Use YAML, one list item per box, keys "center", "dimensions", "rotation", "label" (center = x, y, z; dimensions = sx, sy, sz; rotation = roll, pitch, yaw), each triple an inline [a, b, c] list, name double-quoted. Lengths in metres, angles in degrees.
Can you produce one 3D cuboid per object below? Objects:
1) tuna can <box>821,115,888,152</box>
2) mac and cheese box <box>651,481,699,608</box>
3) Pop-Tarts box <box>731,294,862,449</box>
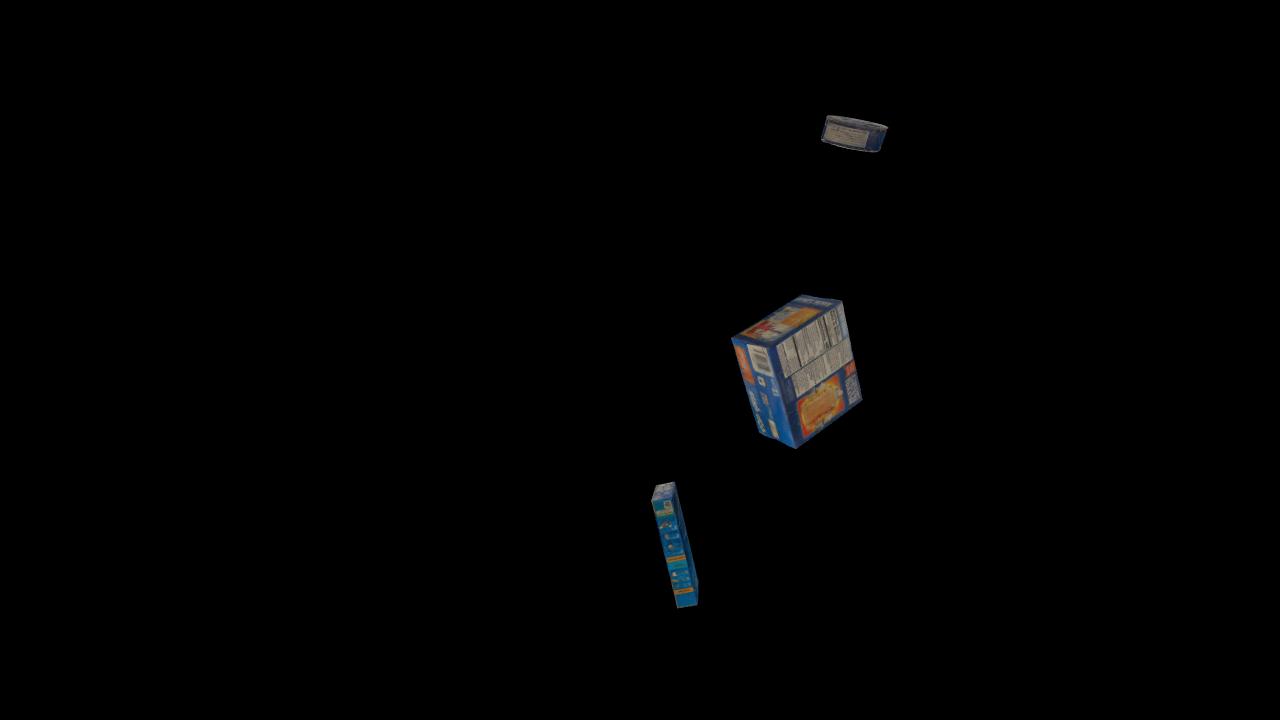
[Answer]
- center: [0.296, -0.314, 0.853]
  dimensions: [0.084, 0.034, 0.084]
  rotation: [7, 28, -4]
  label: "tuna can"
- center: [0.060, 0.306, 1.030]
  dimensions: [0.041, 0.184, 0.093]
  rotation: [-13, 4, 6]
  label: "mac and cheese box"
- center: [0.225, 0.014, 0.873]
  dimensions: [0.141, 0.167, 0.083]
  rotation: [-31, 27, -20]
  label: "Pop-Tarts box"
